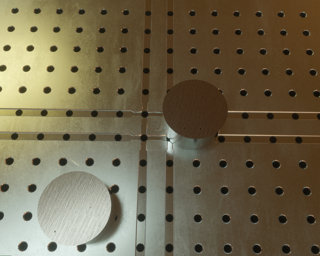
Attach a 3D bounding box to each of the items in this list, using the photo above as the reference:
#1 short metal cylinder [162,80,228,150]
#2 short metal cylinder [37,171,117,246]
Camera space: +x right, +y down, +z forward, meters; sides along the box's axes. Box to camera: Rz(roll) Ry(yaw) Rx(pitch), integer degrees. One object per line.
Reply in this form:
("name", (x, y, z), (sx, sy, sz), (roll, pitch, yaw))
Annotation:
("short metal cylinder", (0.043, -0.016, 0.405), (0.081, 0.050, 0.080), (0, 70, 0))
("short metal cylinder", (-0.094, 0.095, 0.363), (0.081, 0.050, 0.080), (0, 70, 0))
